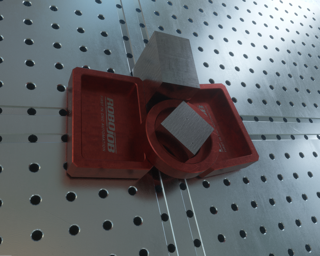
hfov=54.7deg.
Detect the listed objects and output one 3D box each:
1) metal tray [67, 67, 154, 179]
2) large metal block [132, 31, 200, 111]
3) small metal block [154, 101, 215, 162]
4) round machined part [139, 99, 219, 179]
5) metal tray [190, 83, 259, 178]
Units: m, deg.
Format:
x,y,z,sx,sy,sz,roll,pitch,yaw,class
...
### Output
x,y,z,sx,sy,sz,roll,pitch,yaw,class
-0.061,-0.007,0.371,0.091,0.030,0.130,6,59,-25,metal tray
0.004,-0.066,0.411,0.050,0.080,0.080,6,59,-25,large metal block
0.028,0.004,0.362,0.050,0.025,0.050,43,51,1,small metal block
0.020,0.017,0.381,0.099,0.042,0.098,14,56,-21,round machined part
0.075,-0.001,0.441,0.091,0.030,0.130,-7,65,-31,metal tray
